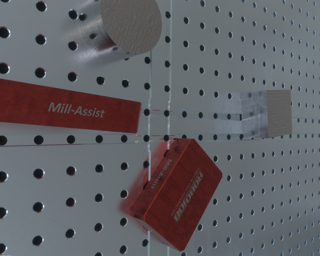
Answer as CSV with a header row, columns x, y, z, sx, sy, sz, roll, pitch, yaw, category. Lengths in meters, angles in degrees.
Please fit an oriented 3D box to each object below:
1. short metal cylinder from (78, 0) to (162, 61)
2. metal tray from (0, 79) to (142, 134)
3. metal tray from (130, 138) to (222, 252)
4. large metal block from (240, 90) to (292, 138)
x,y,z,sx,sy,sz,roll,pitch,yaw,category
-0.045,-0.121,0.355,0.081,0.050,0.079,0,90,-40,short metal cylinder
-0.095,-0.020,0.285,0.131,0.090,0.030,6,94,-40,metal tray
0.028,0.089,0.430,0.090,0.030,0.130,49,61,-29,metal tray
0.191,-0.026,0.553,0.081,0.050,0.079,-6,94,-40,large metal block
